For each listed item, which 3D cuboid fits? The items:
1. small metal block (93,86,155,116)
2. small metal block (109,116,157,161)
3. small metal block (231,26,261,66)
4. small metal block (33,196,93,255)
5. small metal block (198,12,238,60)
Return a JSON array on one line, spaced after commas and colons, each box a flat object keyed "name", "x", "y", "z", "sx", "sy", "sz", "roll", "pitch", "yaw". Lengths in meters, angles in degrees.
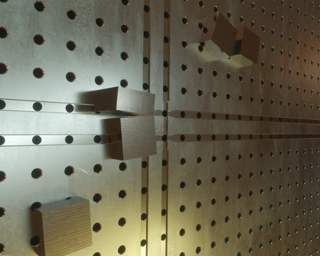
[{"name": "small metal block", "x": -0.042, "y": -0.029, "z": 0.360, "sx": 0.050, "sy": 0.050, "sz": 0.025, "roll": 7, "pitch": 86, "yaw": -40}, {"name": "small metal block", "x": -0.033, "y": 0.011, "z": 0.384, "sx": 0.050, "sy": 0.025, "sz": 0.050, "roll": -7, "pitch": 95, "yaw": -40}, {"name": "small metal block", "x": 0.146, "y": -0.140, "z": 0.534, "sx": 0.050, "sy": 0.025, "sz": 0.050, "roll": 15, "pitch": 80, "yaw": -39}, {"name": "small metal block", "x": -0.102, "y": 0.104, "z": 0.326, "sx": 0.050, "sy": 0.025, "sz": 0.050, "roll": -6, "pitch": 94, "yaw": -40}, {"name": "small metal block", "x": 0.093, "y": -0.144, "z": 0.489, "sx": 0.050, "sy": 0.025, "sz": 0.050, "roll": 30, "pitch": 71, "yaw": -36}]
